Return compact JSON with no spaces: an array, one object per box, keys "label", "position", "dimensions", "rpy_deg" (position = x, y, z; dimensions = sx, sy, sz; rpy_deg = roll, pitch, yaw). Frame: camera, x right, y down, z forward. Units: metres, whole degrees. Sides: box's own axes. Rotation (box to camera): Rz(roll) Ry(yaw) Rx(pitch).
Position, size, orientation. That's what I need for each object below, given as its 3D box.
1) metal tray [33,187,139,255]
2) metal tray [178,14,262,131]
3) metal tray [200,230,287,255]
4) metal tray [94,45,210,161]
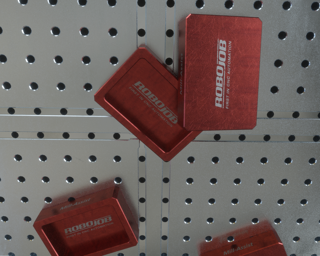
[{"label":"metal tray","position":[-0.108,0.150,0.464],"dimensions":[0.131,0.030,0.090],"rpy_deg":[-19,109,6]},{"label":"metal tray","position":[0.069,-0.063,0.367],"dimensions":[0.091,0.030,0.129],"rpy_deg":[-1,99,-12]},{"label":"metal tray","position":[0.140,0.227,0.496],"dimensions":[0.130,0.030,0.090],"rpy_deg":[-22,109,7]},{"label":"metal tray","position":[-0.006,-0.030,0.399],"dimensions":[0.130,0.030,0.090],"rpy_deg":[42,104,-15]}]
